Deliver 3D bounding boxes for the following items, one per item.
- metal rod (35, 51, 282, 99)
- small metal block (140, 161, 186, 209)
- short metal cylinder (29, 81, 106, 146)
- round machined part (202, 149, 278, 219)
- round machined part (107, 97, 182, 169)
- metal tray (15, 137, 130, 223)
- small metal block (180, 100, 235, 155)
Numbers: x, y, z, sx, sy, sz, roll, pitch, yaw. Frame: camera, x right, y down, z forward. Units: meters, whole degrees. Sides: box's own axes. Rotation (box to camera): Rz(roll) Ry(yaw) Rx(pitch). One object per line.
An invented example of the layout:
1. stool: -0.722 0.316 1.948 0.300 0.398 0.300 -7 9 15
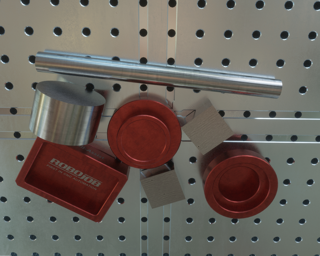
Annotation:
1. metal rod: 0.001 -0.066 0.388 0.302 0.025 0.025 6 110 -3
2. small metal block: 0.004 0.082 0.444 0.050 0.025 0.050 -18 109 6
3. short metal cylinder: -0.112 -0.020 0.376 0.080 0.080 0.050 17 109 -6
4. round machined part: 0.108 0.073 0.432 0.099 0.042 0.097 0 110 0
5. round machined part: -0.021 0.010 0.407 0.099 0.042 0.097 0 107 0
6. metal tray: -0.120 0.066 0.434 0.131 0.030 0.090 29 108 -10
7. small metal block: 0.062 -0.001 0.414 0.050 0.025 0.050 -36 106 12
